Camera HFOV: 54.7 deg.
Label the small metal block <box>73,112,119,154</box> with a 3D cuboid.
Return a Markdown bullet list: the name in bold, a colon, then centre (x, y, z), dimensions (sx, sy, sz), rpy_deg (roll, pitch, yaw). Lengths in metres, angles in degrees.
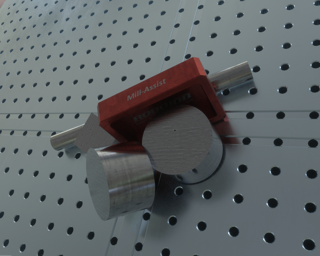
- **small metal block**: centre (-0.081, 0.014, 0.421), dimensions (0.050, 0.025, 0.050), rpy_deg (33, 96, 19)

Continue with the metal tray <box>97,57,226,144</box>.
- **metal tray**: centre (0.004, -0.021, 0.373), dimensions (0.130, 0.090, 0.030), rpy_deg (-24, 53, 13)

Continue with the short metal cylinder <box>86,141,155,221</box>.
- **short metal cylinder**: centre (-0.047, 0.058, 0.348), dimensions (0.050, 0.079, 0.080), rpy_deg (-9, 45, -28)

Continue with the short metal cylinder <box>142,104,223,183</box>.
- **short metal cylinder**: centre (0.027, 0.019, 0.355), dimensions (0.080, 0.050, 0.080), rpy_deg (-8, 67, 21)

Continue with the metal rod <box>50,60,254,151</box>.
- **metal rod**: centre (-0.023, -0.025, 0.431), dimensions (0.301, 0.025, 0.025), rpy_deg (-19, 54, 16)
